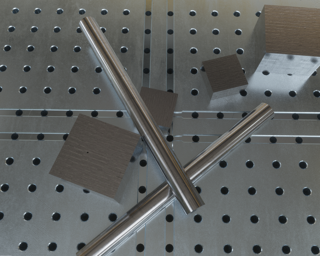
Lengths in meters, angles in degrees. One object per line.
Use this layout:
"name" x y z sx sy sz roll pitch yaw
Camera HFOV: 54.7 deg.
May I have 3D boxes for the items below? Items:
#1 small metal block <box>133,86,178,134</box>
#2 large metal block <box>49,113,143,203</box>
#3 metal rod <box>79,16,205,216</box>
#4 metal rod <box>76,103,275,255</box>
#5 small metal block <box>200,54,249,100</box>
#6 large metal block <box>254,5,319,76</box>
"small metal block" -0.006 -0.024 0.420 0.050 0.025 0.050 12 70 4
"large metal block" -0.075 0.039 0.384 0.080 0.050 0.080 20 71 7
"metal rod" -0.032 -0.030 0.395 0.025 0.025 0.299 -27 70 -10
"metal rod" 0.029 0.064 0.388 0.301 0.025 0.025 -37 74 -13
"small metal block" 0.090 -0.072 0.438 0.050 0.025 0.050 -14 71 -5
"large metal block" 0.184 -0.125 0.445 0.080 0.050 0.080 5 70 2
